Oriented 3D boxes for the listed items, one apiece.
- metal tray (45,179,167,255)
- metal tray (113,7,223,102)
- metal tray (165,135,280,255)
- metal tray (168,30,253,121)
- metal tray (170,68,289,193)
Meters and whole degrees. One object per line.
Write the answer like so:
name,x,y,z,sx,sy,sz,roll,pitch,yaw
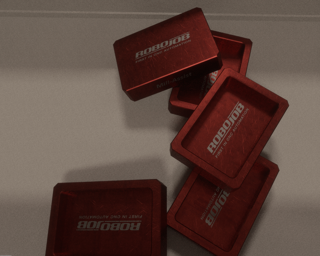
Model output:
metal tray,-0.059,0.107,0.350,0.131,0.030,0.090,-4,69,13
metal tray,0.008,-0.099,0.417,0.130,0.030,0.090,-20,61,9
metal tray,0.075,0.082,0.377,0.090,0.030,0.130,30,72,10
metal tray,0.071,-0.073,0.434,0.090,0.030,0.130,15,70,5
metal tray,0.083,0.000,0.375,0.090,0.030,0.130,33,73,11
